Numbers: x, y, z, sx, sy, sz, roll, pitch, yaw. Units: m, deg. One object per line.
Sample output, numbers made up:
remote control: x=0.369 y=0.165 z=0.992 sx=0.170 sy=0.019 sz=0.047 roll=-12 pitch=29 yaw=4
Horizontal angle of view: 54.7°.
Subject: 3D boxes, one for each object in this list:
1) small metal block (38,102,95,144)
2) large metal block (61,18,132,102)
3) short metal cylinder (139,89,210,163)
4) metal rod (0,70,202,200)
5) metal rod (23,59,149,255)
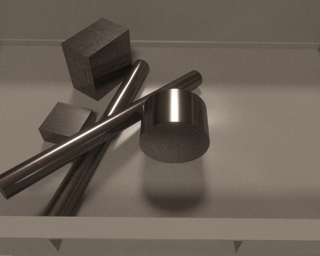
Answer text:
small metal block: x=-0.121 y=-0.004 z=0.407 sx=0.050 sy=0.025 sz=0.050 roll=13 pitch=51 yaw=10
large metal block: x=-0.087 y=-0.100 z=0.452 sx=0.050 sy=0.080 sz=0.080 roll=29 pitch=56 yaw=22
short metal cylinder: x=0.017 y=0.000 z=0.370 sx=0.081 sy=0.080 sz=0.050 roll=1 pitch=50 yaw=1
metal rod: x=-0.050 y=-0.009 z=0.384 sx=0.025 sy=0.025 sz=0.302 roll=37 pitch=51 yaw=26
metal rod: x=-0.075 y=0.012 z=0.394 sx=0.025 sy=0.025 sz=0.300 roll=14 pitch=51 yaw=11
